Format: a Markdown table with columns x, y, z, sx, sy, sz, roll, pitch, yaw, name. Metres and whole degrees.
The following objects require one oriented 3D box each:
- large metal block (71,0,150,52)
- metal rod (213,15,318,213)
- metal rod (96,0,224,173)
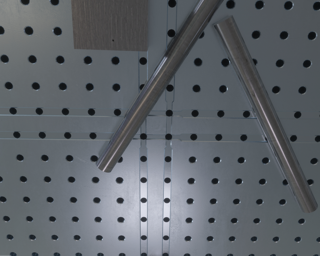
| x | y | z | sx | sy | sz | roll | pitch | yaw | name |
| --- | --- | --- | --- | --- | --- | --- | --- | --- | --- |
| -0.053 | -0.132 | 0.351 | 0.081 | 0.050 | 0.079 | 2 | 110 | -1 | large metal block |
| 0.147 | -0.005 | 0.412 | 0.025 | 0.025 | 0.299 | -28 | 108 | 9 | metal rod |
| 0.002 | -0.064 | 0.389 | 0.025 | 0.025 | 0.299 | 31 | 107 | -11 | metal rod |
